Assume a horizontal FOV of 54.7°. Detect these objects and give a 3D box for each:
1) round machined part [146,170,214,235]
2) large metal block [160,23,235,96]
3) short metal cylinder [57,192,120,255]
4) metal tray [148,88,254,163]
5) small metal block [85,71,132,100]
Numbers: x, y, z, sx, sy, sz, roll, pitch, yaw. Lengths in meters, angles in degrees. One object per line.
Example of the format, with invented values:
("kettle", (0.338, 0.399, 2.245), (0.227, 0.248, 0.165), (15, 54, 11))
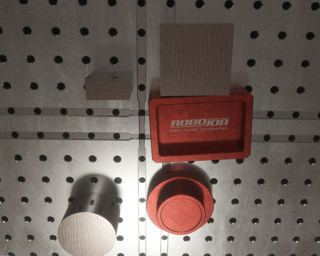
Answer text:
("round machined part", (0.029, 0.114, 0.447), (0.099, 0.042, 0.097), (0, 110, -1))
("large metal block", (0.040, -0.084, 0.370), (0.081, 0.050, 0.079), (-1, 110, 0))
("short metal cylinder", (-0.101, 0.141, 0.451), (0.081, 0.050, 0.079), (0, 110, -1))
("metal tray", (0.053, -0.003, 0.410), (0.131, 0.030, 0.089), (-3, 110, 0))
("small metal block", (-0.061, -0.053, 0.380), (0.050, 0.050, 0.025), (0, 110, -1))
